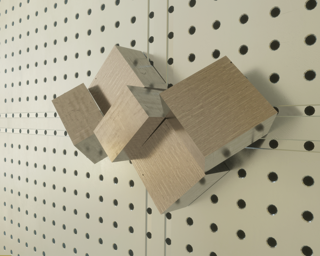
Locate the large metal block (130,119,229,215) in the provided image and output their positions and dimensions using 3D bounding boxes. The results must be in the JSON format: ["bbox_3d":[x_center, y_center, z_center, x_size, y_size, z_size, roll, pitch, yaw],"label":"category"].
[{"bbox_3d":[0.021,0.045,0.376,0.080,0.050,0.080,-48,60,29],"label":"large metal block"}]

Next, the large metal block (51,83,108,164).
[{"bbox_3d":[-0.103,-0.004,0.450,0.050,0.080,0.080,-31,65,-6],"label":"large metal block"}]

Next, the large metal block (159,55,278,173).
[{"bbox_3d":[0.057,-0.014,0.319,0.080,0.050,0.080,-31,65,-7],"label":"large metal block"}]

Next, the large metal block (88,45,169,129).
[{"bbox_3d":[-0.045,-0.054,0.431,0.080,0.050,0.080,-50,61,30],"label":"large metal block"}]

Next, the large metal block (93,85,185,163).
[{"bbox_3d":[-0.023,-0.005,0.393,0.080,0.081,0.050,-50,62,28],"label":"large metal block"}]
